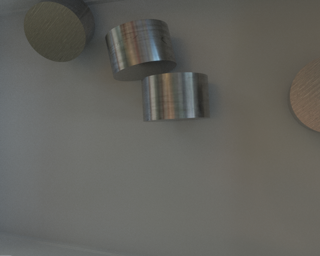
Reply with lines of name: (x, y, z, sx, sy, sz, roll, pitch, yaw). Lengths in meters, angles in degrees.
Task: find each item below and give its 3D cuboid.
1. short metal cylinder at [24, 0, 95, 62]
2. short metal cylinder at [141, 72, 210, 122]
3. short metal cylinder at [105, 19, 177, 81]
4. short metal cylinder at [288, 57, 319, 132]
short metal cylinder: (-0.135, -0.137, 0.423, 0.080, 0.050, 0.079, 2, 126, 3)
short metal cylinder: (0.019, -0.035, 0.374, 0.080, 0.080, 0.050, -3, 89, 19)
short metal cylinder: (-0.024, -0.095, 0.389, 0.080, 0.080, 0.050, -14, 86, 19)
short metal cylinder: (0.182, -0.034, 0.333, 0.080, 0.050, 0.079, 0, 90, 19)
